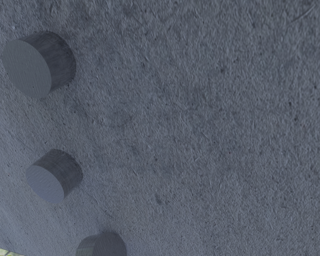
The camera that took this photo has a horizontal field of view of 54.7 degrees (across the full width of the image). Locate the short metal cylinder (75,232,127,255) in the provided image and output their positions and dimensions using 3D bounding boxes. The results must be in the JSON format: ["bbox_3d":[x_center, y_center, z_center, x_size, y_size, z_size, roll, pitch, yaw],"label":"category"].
[{"bbox_3d":[-0.109,0.239,0.577,0.050,0.080,0.080,-23,106,36],"label":"short metal cylinder"}]

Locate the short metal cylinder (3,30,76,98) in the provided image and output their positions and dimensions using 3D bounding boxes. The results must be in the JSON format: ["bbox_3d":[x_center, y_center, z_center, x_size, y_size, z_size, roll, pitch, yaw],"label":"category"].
[{"bbox_3d":[-0.164,-0.087,0.423,0.080,0.050,0.079,13,124,21],"label":"short metal cylinder"}]

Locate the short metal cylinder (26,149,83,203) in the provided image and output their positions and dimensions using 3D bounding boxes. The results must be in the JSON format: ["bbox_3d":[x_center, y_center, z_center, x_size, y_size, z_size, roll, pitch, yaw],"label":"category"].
[{"bbox_3d":[-0.183,0.084,0.539,0.080,0.050,0.079,13,124,21],"label":"short metal cylinder"}]
